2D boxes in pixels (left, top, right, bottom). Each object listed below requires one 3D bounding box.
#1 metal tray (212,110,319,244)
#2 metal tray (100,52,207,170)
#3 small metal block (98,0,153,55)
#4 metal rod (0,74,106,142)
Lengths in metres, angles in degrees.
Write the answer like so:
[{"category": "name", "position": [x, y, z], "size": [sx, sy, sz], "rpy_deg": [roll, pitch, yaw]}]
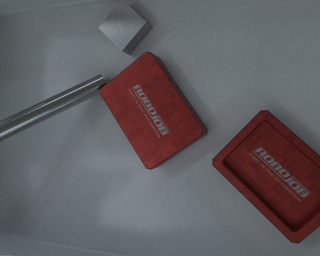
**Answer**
[{"category": "metal tray", "position": [0.138, 0.053, 0.359], "size": [0.130, 0.030, 0.090], "rpy_deg": [45, 103, 14]}, {"category": "metal tray", "position": [-0.010, -0.022, 0.411], "size": [0.090, 0.030, 0.130], "rpy_deg": [-36, 79, 16]}, {"category": "small metal block", "position": [-0.047, -0.138, 0.426], "size": [0.050, 0.025, 0.050], "rpy_deg": [46, 104, 14]}, {"category": "metal rod", "position": [-0.210, 0.003, 0.414], "size": [0.302, 0.025, 0.025], "rpy_deg": [-28, 80, -10]}]
